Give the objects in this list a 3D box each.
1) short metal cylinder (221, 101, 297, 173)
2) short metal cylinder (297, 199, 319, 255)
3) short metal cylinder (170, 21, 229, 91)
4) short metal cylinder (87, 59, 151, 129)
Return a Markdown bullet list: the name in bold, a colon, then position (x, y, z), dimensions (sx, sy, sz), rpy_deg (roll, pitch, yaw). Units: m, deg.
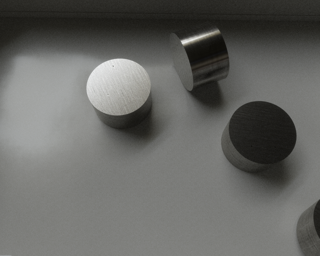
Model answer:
- **short metal cylinder**: position (0.122, 0.012, 0.392), dimensions (0.081, 0.050, 0.080), rpy_deg (0, 70, 0)
- **short metal cylinder**: position (0.203, 0.117, 0.346), dimensions (0.080, 0.050, 0.080), rpy_deg (0, 57, 0)
- **short metal cylinder**: position (0.051, -0.096, 0.416), dimensions (0.050, 0.080, 0.080), rpy_deg (-20, 72, -7)
- **short metal cylinder**: position (-0.052, -0.044, 0.412), dimensions (0.081, 0.050, 0.080), rpy_deg (0, 70, 0)
